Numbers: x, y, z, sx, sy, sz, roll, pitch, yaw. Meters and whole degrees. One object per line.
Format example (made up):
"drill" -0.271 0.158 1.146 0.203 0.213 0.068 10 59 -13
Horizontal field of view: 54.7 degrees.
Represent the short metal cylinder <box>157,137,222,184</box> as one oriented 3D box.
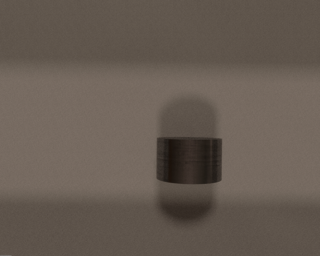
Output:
"short metal cylinder" 0.036 0.038 0.384 0.081 0.080 0.050 1 90 -1
